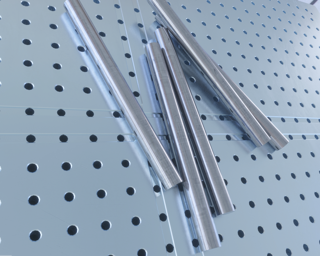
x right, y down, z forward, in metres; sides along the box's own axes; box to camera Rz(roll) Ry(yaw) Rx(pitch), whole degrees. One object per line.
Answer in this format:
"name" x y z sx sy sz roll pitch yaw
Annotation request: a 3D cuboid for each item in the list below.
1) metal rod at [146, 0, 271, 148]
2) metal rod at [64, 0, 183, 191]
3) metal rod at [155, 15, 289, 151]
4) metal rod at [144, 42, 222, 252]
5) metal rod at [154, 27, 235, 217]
"metal rod" 0.074 -0.097 0.492 0.025 0.025 0.299 -34 86 -38
"metal rod" -0.055 -0.055 0.412 0.025 0.025 0.299 -20 72 -36
"metal rod" 0.099 -0.083 0.514 0.300 0.025 0.025 49 51 6
"metal rod" 0.024 0.008 0.417 0.025 0.025 0.299 -1 62 -29
"metal rod" 0.042 -0.024 0.447 0.025 0.025 0.299 -3 63 -30
